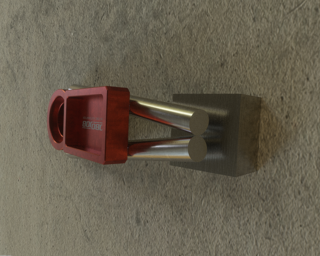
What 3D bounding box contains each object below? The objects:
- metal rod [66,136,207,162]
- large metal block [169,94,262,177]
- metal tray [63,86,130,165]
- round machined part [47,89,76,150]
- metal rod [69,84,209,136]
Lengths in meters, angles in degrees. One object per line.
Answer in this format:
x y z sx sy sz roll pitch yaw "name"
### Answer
-0.056 0.029 0.409 0.299 0.025 0.025 -6 86 52 "metal rod"
0.059 0.004 0.338 0.080 0.050 0.079 5 93 39 "large metal block"
-0.088 -0.006 0.406 0.130 0.030 0.089 5 93 52 "metal tray"
-0.146 -0.013 0.505 0.098 0.042 0.097 -1 89 50 "round machined part"
-0.053 -0.033 0.406 0.300 0.025 0.025 18 101 51 "metal rod"
